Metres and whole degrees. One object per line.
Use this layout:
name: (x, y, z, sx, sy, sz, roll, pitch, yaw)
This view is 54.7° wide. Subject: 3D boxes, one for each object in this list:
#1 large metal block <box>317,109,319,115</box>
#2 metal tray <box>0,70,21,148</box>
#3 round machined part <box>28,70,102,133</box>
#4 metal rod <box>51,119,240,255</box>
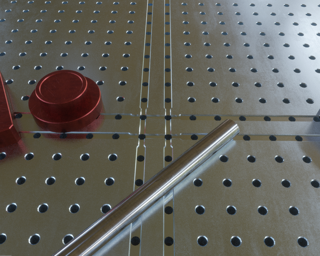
large metal block: (0.278, -0.020, 0.412, 0.081, 0.050, 0.080, -17, 52, -14)
metal tray: (-0.251, -0.021, 0.419, 0.091, 0.030, 0.130, -20, 53, -17)
round machined part: (-0.133, -0.044, 0.432, 0.099, 0.042, 0.098, 0, 50, 0)
metal rod: (-0.016, 0.076, 0.343, 0.302, 0.025, 0.025, -35, 59, -26)
